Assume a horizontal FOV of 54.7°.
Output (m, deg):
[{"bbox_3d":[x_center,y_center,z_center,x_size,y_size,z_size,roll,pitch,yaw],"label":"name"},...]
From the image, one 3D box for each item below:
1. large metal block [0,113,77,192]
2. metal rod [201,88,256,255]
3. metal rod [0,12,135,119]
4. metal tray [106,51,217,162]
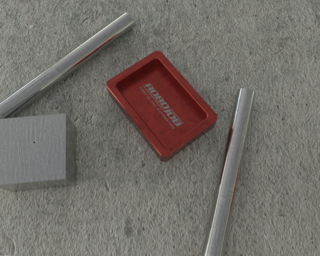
[{"bbox_3d":[-0.150,0.031,0.382,0.081,0.050,0.080,-5,70,-2],"label":"large metal block"},{"bbox_3d":[0.078,0.087,0.377,0.025,0.025,0.299,15,70,5],"label":"metal rod"},{"bbox_3d":[-0.156,-0.067,0.430,0.301,0.025,0.025,-41,76,-14],"label":"metal rod"},{"bbox_3d":[0.001,-0.032,0.416,0.090,0.030,0.130,-35,74,-12],"label":"metal tray"}]
